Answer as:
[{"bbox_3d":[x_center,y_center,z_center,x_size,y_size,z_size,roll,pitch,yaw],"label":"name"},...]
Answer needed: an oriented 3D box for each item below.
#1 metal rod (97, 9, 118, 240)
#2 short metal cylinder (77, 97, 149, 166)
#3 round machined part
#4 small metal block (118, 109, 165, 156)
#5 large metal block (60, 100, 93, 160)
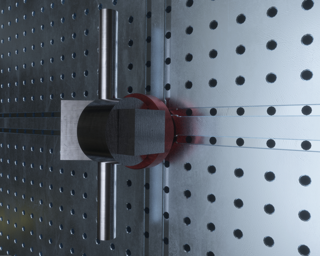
[{"bbox_3d":[-0.070,-0.004,0.410,0.025,0.025,0.298,1,91,39],"label":"metal rod"},{"bbox_3d":[-0.051,0.004,0.374,0.050,0.081,0.079,1,91,40],"label":"short metal cylinder"},{"bbox_3d":[-0.020,0.004,0.411,0.098,0.042,0.097,0,90,39],"label":"round machined part"},{"bbox_3d":[-0.020,0.004,0.353,0.025,0.050,0.050,2,91,40],"label":"small metal block"},{"bbox_3d":[-0.108,0.002,0.452,0.050,0.080,0.079,1,91,-1],"label":"large metal block"}]
